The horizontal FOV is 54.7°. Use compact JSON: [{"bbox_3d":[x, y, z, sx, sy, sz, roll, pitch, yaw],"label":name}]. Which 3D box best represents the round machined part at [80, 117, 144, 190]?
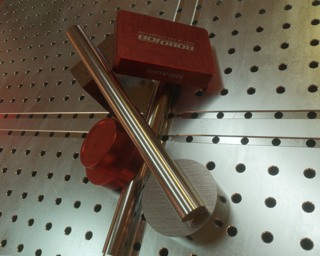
[{"bbox_3d":[-0.063,0.026,0.393,0.098,0.042,0.098,-27,45,31],"label":"round machined part"}]

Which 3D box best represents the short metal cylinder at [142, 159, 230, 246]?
[{"bbox_3d":[0.028,0.079,0.329,0.080,0.050,0.080,-13,56,20],"label":"short metal cylinder"}]

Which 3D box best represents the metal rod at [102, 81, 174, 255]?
[{"bbox_3d":[-0.014,0.012,0.407,0.025,0.025,0.300,3,63,29],"label":"metal rod"}]

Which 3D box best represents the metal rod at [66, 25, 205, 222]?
[{"bbox_3d":[-0.044,-0.027,0.356,0.025,0.025,0.300,-37,59,3],"label":"metal rod"}]

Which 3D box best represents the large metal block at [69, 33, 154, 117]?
[{"bbox_3d":[-0.069,-0.075,0.454,0.080,0.080,0.050,-41,51,0],"label":"large metal block"}]

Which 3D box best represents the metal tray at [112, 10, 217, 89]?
[{"bbox_3d":[0.005,-0.105,0.415,0.131,0.030,0.090,7,55,-16],"label":"metal tray"}]
